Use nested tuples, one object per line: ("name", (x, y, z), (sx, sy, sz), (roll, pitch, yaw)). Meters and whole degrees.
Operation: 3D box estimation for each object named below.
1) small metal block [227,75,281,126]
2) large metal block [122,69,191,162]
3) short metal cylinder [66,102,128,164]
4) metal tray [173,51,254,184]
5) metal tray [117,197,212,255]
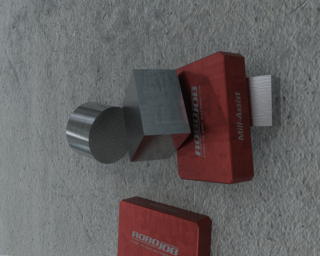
("small metal block", (0.097, -0.026, 0.325), (0.050, 0.025, 0.050), (-1, 89, 40))
("large metal block", (-0.009, -0.013, 0.365), (0.080, 0.050, 0.080), (121, 142, -60))
("short metal cylinder", (-0.083, 0.006, 0.438), (0.050, 0.081, 0.079), (13, 99, 39))
("metal tray", (0.054, -0.008, 0.340), (0.090, 0.030, 0.129), (-9, 84, 58))
("metal tray", (0.001, 0.147, 0.401), (0.130, 0.030, 0.089), (4, 93, 39))
